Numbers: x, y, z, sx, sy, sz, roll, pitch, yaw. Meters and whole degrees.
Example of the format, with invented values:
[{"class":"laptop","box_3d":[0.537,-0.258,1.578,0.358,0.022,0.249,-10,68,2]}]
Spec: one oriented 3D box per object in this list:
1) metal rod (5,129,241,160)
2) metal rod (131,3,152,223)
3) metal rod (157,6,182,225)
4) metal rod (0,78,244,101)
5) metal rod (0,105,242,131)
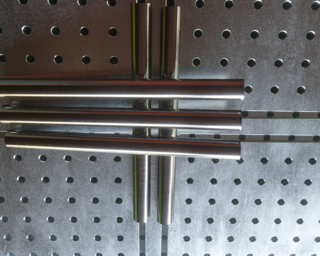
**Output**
[{"class":"metal rod","box_3d":[-0.052,0.020,0.398,0.302,0.025,0.025,2,110,7]},{"class":"metal rod","box_3d":[-0.024,-0.005,0.411,0.025,0.025,0.298,1,110,-1]},{"class":"metal rod","box_3d":[0.011,-0.002,0.413,0.025,0.025,0.298,1,110,-1]},{"class":"metal rod","box_3d":[-0.055,-0.047,0.373,0.302,0.025,0.025,1,110,7]},{"class":"metal rod","box_3d":[-0.054,-0.013,0.386,0.302,0.025,0.025,2,110,7]}]
